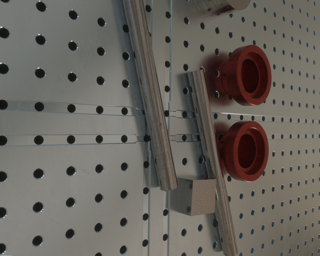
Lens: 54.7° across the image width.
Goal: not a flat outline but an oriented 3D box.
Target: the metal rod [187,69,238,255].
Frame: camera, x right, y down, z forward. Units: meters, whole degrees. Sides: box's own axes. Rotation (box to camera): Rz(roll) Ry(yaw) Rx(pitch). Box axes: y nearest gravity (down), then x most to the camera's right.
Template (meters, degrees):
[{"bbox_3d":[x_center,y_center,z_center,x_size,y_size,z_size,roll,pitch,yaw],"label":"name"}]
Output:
[{"bbox_3d":[0.083,0.060,0.479,0.025,0.025,0.298,-21,104,-38],"label":"metal rod"}]

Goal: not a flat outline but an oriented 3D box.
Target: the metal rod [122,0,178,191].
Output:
[{"bbox_3d":[-0.016,-0.065,0.395,0.025,0.025,0.298,-18,102,-39],"label":"metal rod"}]

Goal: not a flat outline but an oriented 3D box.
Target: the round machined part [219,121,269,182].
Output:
[{"bbox_3d":[0.134,0.037,0.510,0.099,0.042,0.097,0,90,-40],"label":"round machined part"}]

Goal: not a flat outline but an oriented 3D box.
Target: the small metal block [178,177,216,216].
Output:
[{"bbox_3d":[0.056,0.099,0.456,0.050,0.025,0.050,6,86,-40],"label":"small metal block"}]

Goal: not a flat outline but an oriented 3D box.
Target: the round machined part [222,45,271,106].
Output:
[{"bbox_3d":[0.141,-0.085,0.515,0.099,0.042,0.097,0,90,-40],"label":"round machined part"}]

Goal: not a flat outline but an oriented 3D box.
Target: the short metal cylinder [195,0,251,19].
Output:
[{"bbox_3d":[0.096,-0.214,0.472,0.081,0.050,0.080,0,90,-40],"label":"short metal cylinder"}]
